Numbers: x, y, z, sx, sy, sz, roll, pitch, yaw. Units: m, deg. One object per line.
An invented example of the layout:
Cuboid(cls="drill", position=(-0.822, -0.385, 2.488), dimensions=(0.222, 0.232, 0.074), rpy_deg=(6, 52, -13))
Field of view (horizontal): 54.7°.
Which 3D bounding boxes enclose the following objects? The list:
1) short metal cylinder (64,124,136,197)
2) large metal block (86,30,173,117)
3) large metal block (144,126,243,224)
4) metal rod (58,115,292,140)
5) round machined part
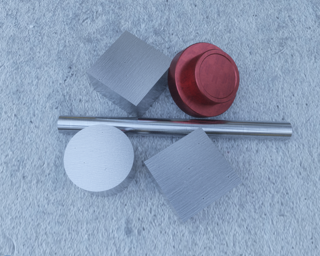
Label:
Cuboid(cls="short metal cylinder", position=(-0.070, 0.041, 0.380), dimensions=(0.081, 0.050, 0.080), rpy_deg=(0, 70, 0))
Cuboid(cls="large metal block", position=(-0.037, -0.071, 0.419), dimensions=(0.080, 0.050, 0.080), rpy_deg=(35, 73, 11))
Cuboid(cls="large metal block", position=(0.037, 0.058, 0.375), dimensions=(0.080, 0.050, 0.080), rpy_deg=(-32, 73, -11))
Cuboid(cls="metal rod", position=(0.019, 0.000, 0.411), dimensions=(0.302, 0.025, 0.025), rpy_deg=(2, 70, 0))
Cuboid(cls="round machined part", position=(0.063, -0.063, 0.399), dimensions=(0.099, 0.042, 0.097), rpy_deg=(2, 85, -27))
